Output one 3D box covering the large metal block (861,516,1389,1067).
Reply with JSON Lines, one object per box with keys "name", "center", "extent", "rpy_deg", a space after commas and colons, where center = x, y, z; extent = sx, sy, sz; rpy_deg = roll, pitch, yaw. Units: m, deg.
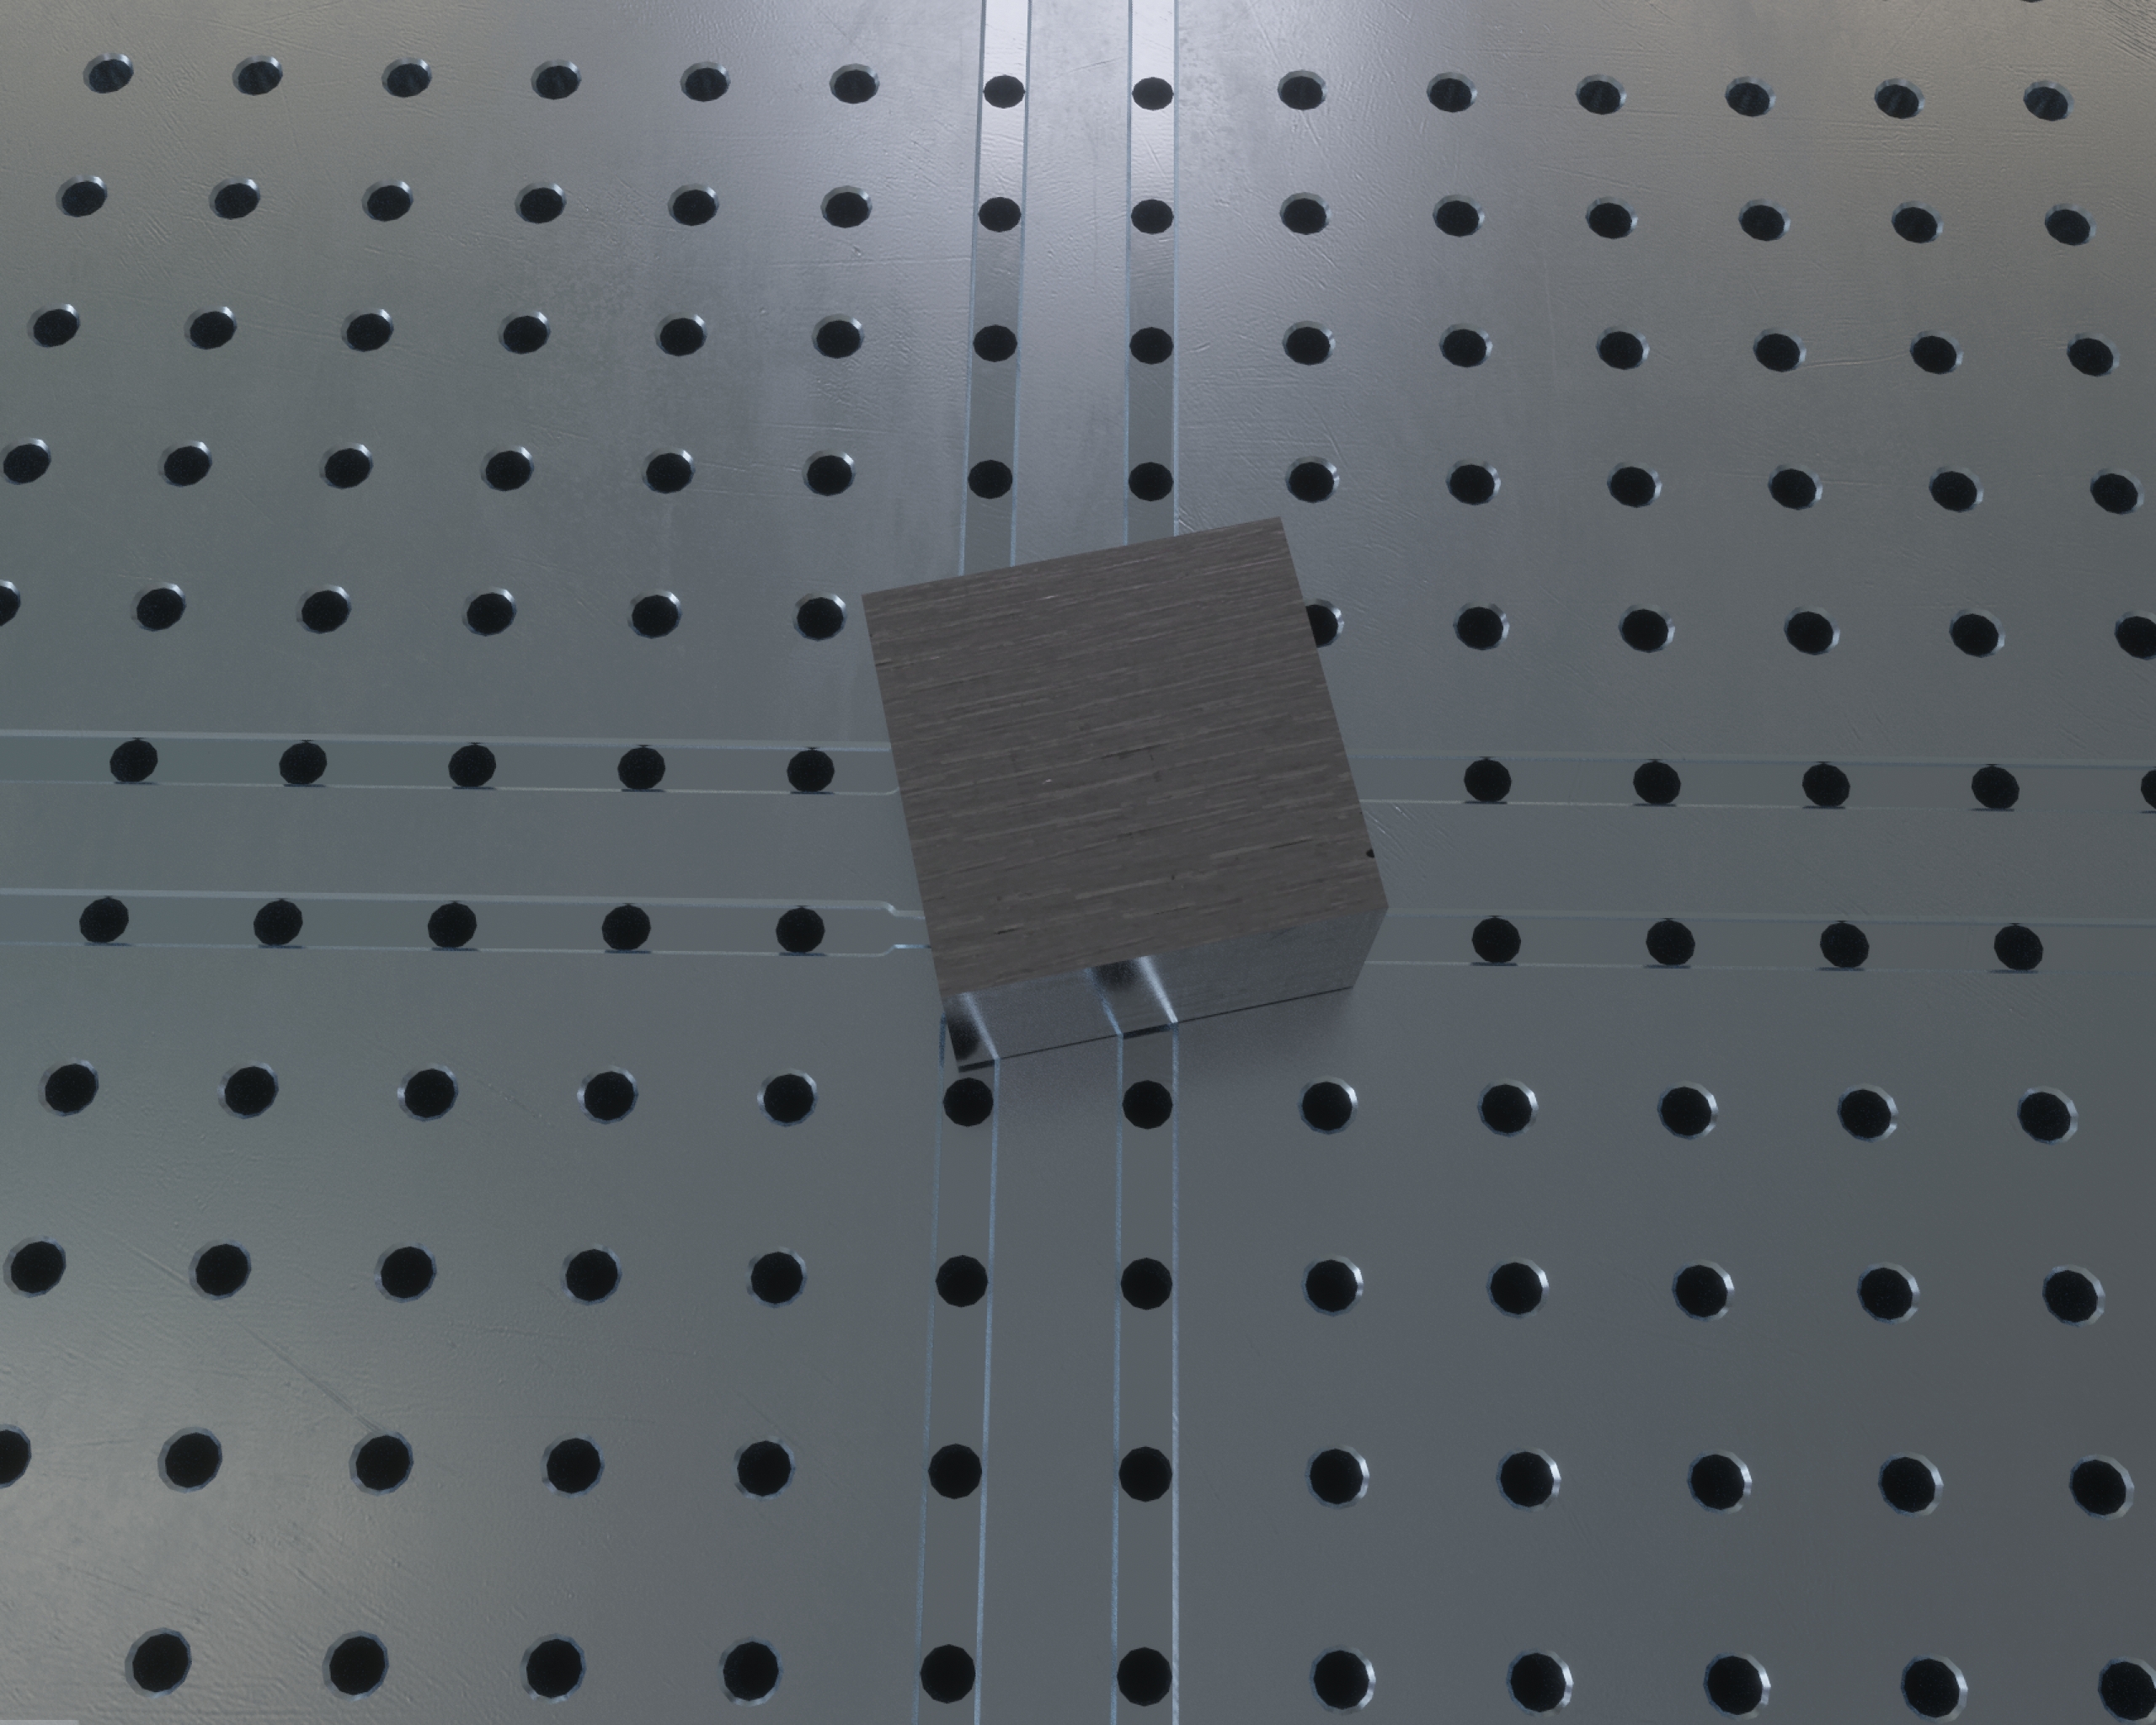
{"name": "large metal block", "center": [0.007, -0.013, 0.402], "extent": [0.080, 0.050, 0.080], "rpy_deg": [-11, 71, -4]}
